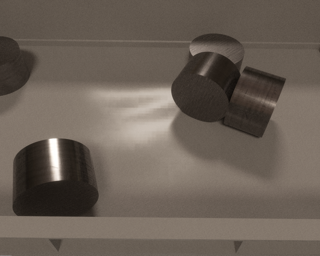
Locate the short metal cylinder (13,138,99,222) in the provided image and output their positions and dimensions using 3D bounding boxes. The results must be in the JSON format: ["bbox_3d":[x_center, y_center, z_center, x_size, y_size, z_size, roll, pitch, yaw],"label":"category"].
[{"bbox_3d":[-0.108,0.056,0.321,0.081,0.080,0.050,-12,51,-11],"label":"short metal cylinder"}]

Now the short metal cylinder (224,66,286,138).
[{"bbox_3d":[0.122,-0.034,0.399,0.050,0.080,0.080,22,53,16],"label":"short metal cylinder"}]

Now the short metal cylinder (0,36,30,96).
[{"bbox_3d":[-0.245,-0.093,0.464,0.081,0.050,0.080,0,50,0],"label":"short metal cylinder"}]

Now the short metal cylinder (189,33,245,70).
[{"bbox_3d":[0.084,-0.100,0.474,0.081,0.050,0.080,0,50,0],"label":"short metal cylinder"}]

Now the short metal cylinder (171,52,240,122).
[{"bbox_3d":[0.062,-0.054,0.416,0.080,0.080,0.050,22,53,17],"label":"short metal cylinder"}]
